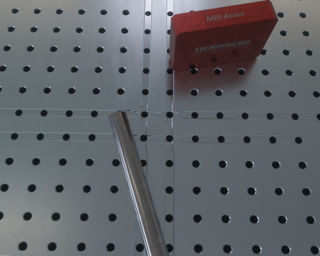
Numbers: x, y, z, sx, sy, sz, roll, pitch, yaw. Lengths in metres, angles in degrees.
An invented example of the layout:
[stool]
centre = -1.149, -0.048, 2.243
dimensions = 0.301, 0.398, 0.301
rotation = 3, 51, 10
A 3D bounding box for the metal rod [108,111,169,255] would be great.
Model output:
[metal rod]
centre = -0.012, 0.118, 0.368
dimensions = 0.025, 0.025, 0.299
rotation = -16, 71, -6

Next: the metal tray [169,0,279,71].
[metal tray]
centre = 0.080, -0.122, 0.422
dimensions = 0.131, 0.090, 0.030
rotation = -10, 71, -4
